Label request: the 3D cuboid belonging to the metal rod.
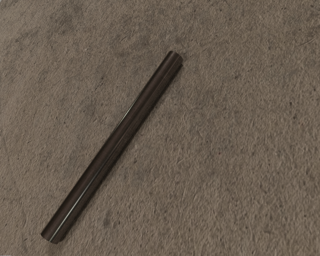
[{"bbox_3d":[-0.058,0.017,0.422,0.025,0.025,0.300,24,75,36],"label":"metal rod"}]
